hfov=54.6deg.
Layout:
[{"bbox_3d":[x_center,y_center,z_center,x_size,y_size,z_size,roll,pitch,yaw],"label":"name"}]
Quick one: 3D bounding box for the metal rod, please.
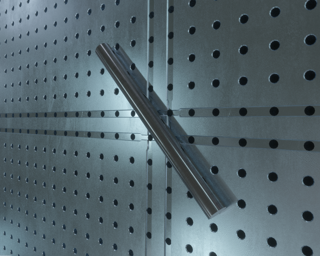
[{"bbox_3d":[-0.012,-0.012,0.421,0.025,0.025,0.299,-50,61,28],"label":"metal rod"}]
